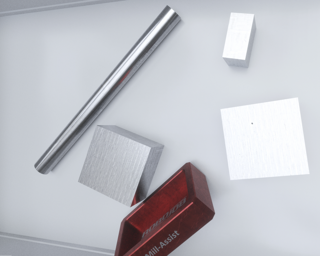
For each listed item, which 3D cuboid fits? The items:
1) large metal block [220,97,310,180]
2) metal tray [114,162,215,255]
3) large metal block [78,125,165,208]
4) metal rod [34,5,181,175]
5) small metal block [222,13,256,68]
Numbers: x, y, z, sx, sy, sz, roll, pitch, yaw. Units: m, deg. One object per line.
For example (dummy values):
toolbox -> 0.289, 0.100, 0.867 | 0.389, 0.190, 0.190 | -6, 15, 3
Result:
large metal block -> 0.119, 0.013, 0.355 | 0.080, 0.050, 0.080 | -8, 87, 19
metal tray -> 0.002, 0.109, 0.372 | 0.030, 0.090, 0.130 | 43, 105, -14
large metal block -> -0.051, 0.047, 0.414 | 0.080, 0.050, 0.080 | 21, 97, 18
metal rod -> -0.081, -0.045, 0.437 | 0.025, 0.025, 0.299 | 46, 104, 14
small metal block -> 0.094, -0.101, 0.364 | 0.025, 0.050, 0.050 | 12, 94, 19
